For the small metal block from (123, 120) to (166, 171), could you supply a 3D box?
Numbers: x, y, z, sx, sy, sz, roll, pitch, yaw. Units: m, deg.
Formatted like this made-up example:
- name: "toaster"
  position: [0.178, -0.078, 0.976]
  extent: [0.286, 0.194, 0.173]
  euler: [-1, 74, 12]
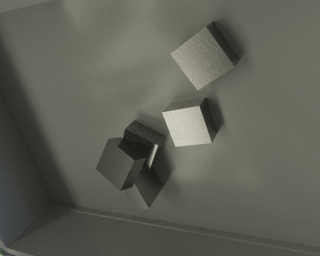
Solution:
- name: "small metal block"
  position: [-0.026, 0.025, 0.436]
  extent: [0.050, 0.025, 0.050]
  euler: [27, 127, 11]

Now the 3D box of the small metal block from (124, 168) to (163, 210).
- name: "small metal block"
  position: [-0.026, 0.084, 0.456]
  extent: [0.025, 0.050, 0.050]
  euler: [-15, 111, 34]

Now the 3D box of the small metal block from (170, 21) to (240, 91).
- name: "small metal block"
  position: [0.049, -0.077, 0.335]
  extent: [0.050, 0.025, 0.050]
  euler: [-31, 102, 37]

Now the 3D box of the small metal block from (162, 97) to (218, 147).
- name: "small metal block"
  position: [0.037, -0.007, 0.384]
  extent: [0.050, 0.025, 0.050]
  euler: [-8, 115, 31]

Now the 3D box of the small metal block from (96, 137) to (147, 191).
- name: "small metal block"
  position: [-0.053, 0.047, 0.416]
  extent: [0.050, 0.025, 0.050]
  euler: [36, 113, 26]
